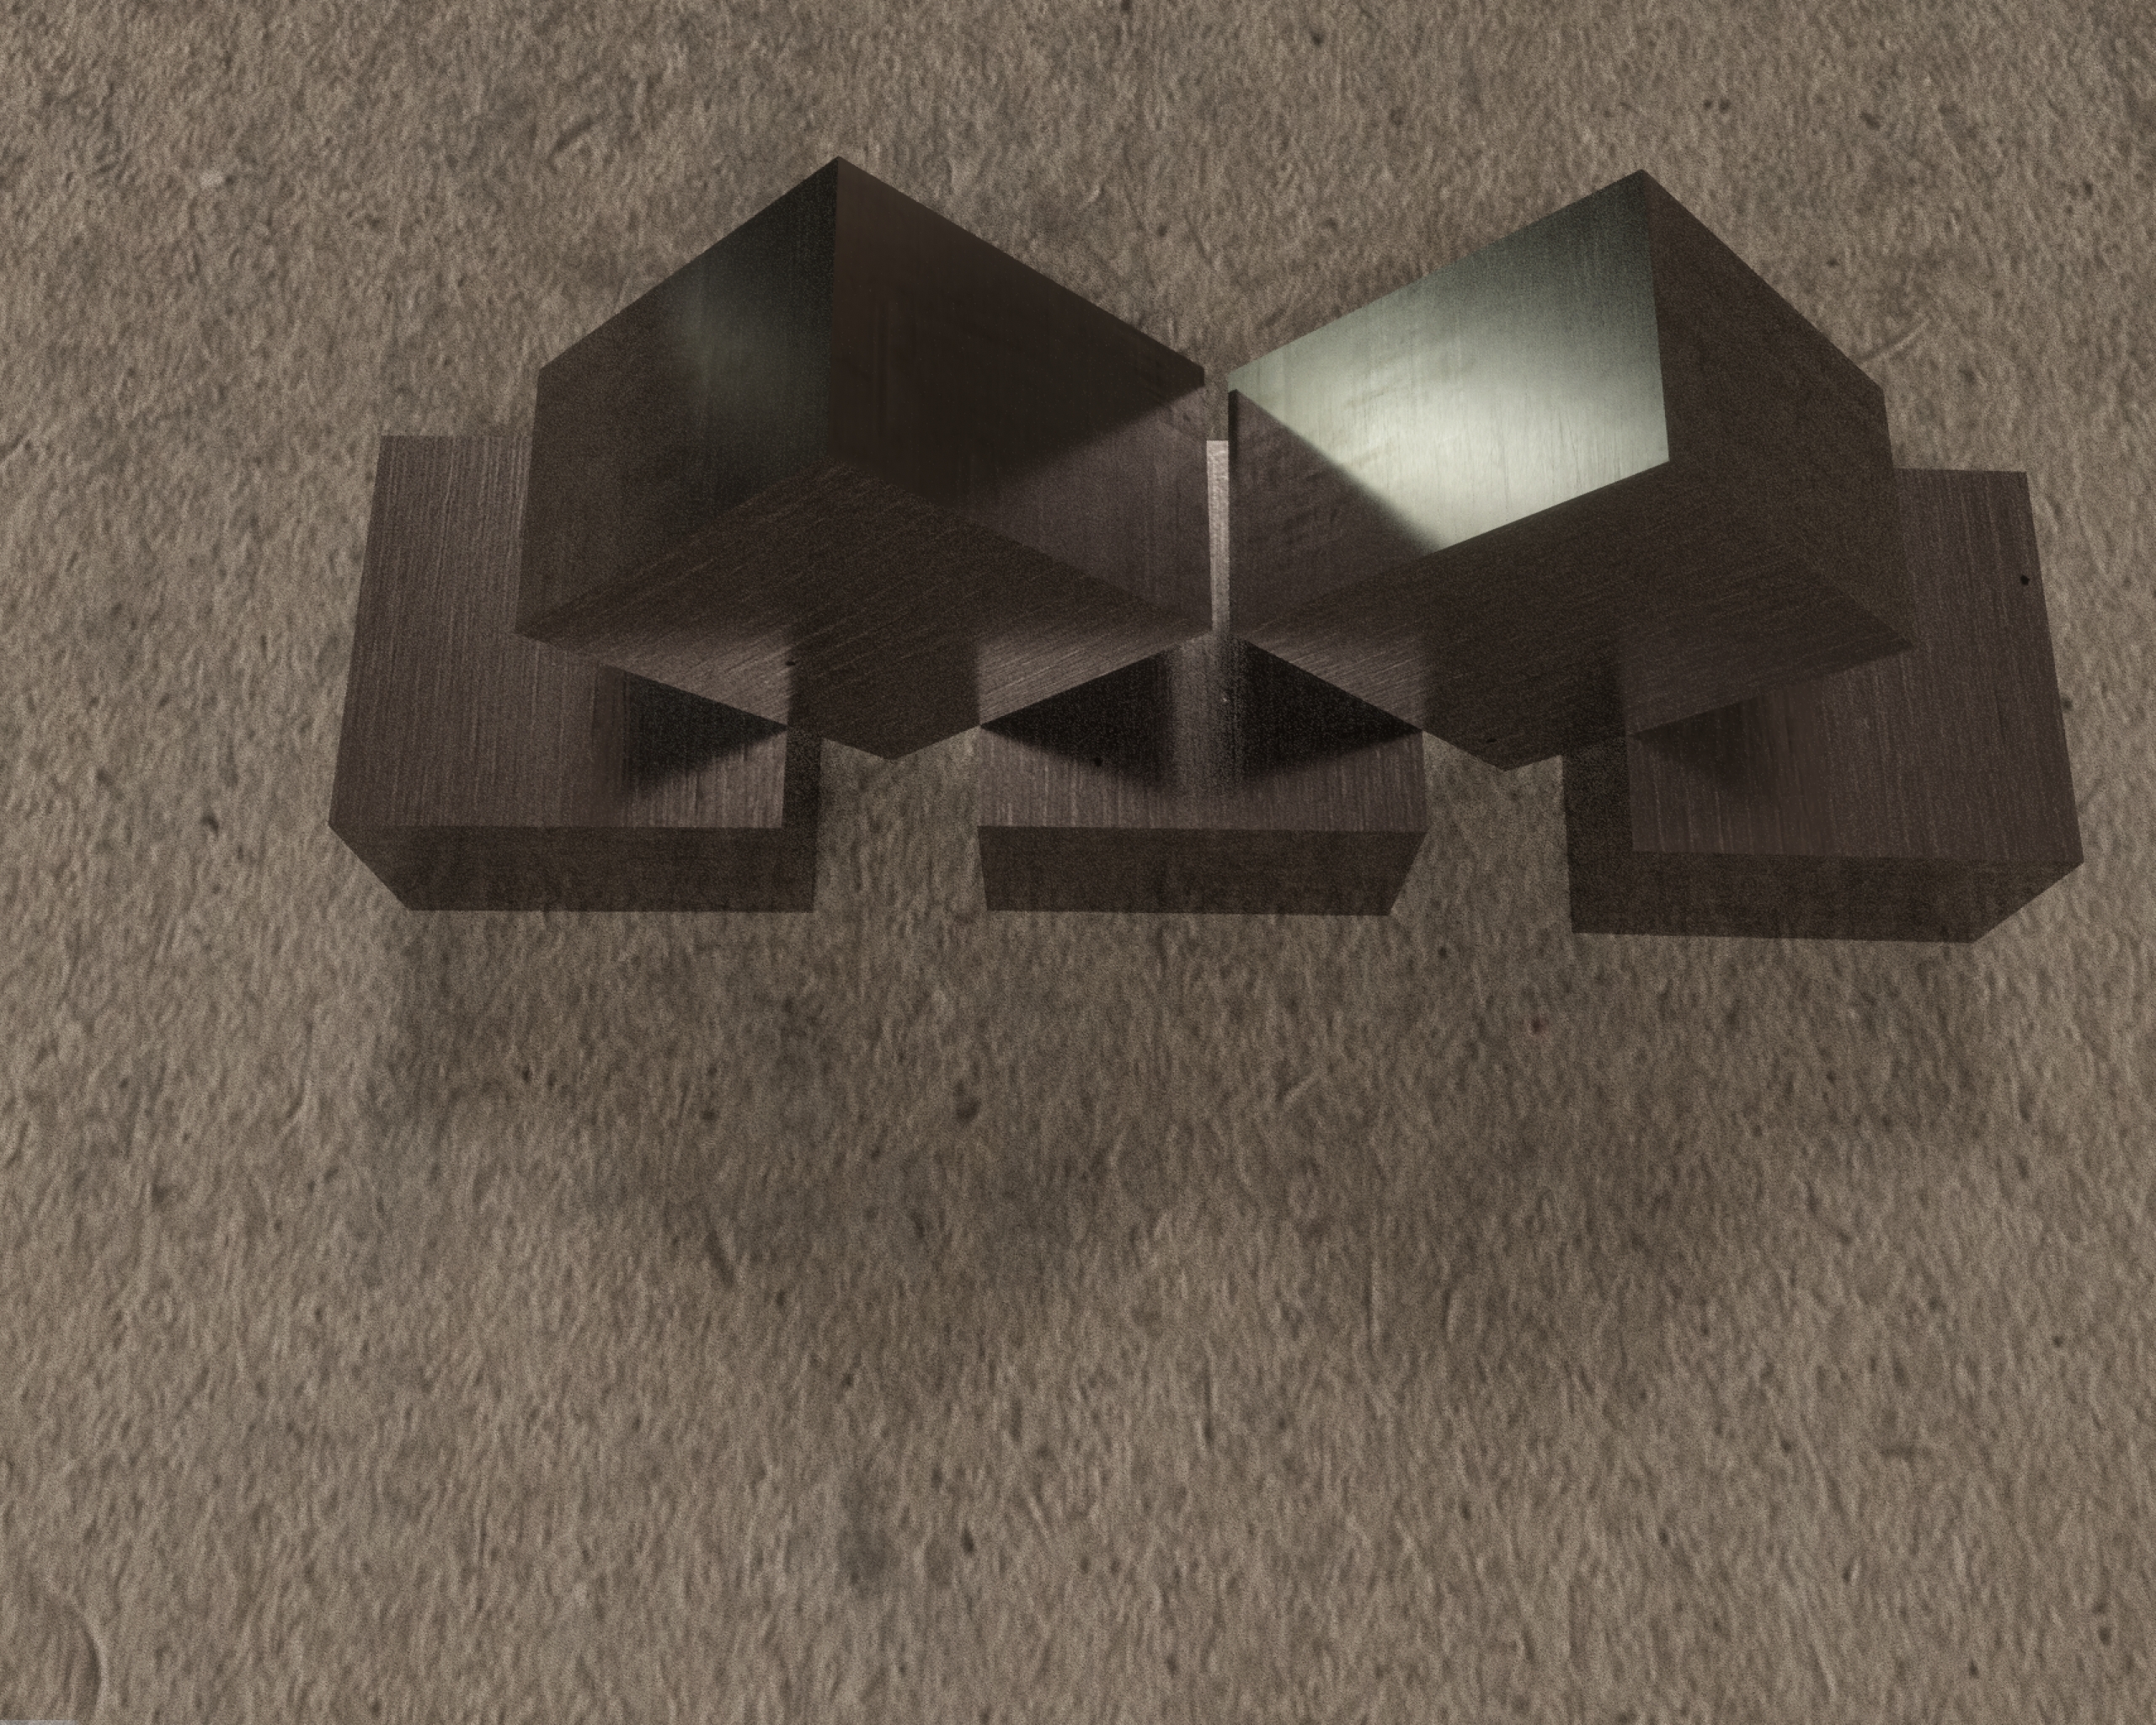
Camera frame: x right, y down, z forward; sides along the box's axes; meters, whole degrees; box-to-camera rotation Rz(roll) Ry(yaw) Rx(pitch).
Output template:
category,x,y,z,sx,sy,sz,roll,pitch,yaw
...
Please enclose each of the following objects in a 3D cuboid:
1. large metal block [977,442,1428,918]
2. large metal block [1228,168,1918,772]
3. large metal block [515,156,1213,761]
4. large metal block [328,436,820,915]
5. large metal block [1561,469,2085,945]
category,x,y,z,sx,sy,sz,roll,pitch,yaw
large metal block,0.023,-0.035,0.409,0.081,0.050,0.080,1,70,0
large metal block,0.082,-0.060,0.352,0.080,0.080,0.050,-18,63,41
large metal block,-0.035,-0.061,0.349,0.080,0.080,0.050,18,63,-42
large metal block,-0.093,-0.035,0.408,0.081,0.050,0.080,0,70,0
large metal block,0.140,-0.030,0.409,0.081,0.050,0.080,1,70,0
